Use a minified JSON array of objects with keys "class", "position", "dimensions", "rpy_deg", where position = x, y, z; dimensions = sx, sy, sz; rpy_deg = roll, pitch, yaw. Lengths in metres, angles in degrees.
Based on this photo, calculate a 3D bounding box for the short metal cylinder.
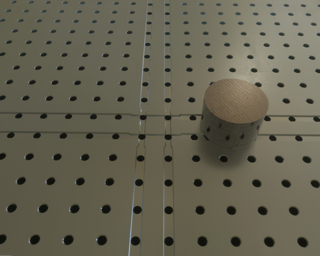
[{"class":"short metal cylinder","position":[0.096,-0.020,0.410],"dimensions":[0.081,0.050,0.080],"rpy_deg":[0,50,0]}]
